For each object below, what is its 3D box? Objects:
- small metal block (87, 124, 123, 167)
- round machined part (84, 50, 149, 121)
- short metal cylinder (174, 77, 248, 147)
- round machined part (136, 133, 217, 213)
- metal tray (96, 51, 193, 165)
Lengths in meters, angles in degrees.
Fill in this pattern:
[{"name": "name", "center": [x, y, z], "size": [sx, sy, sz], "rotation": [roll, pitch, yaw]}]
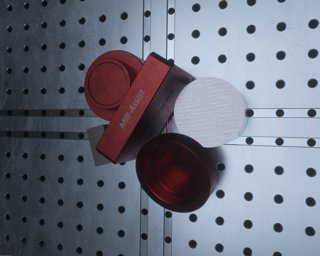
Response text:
[{"name": "small metal block", "center": [-0.069, 0.022, 0.419], "size": [0.025, 0.050, 0.050], "rotation": [-16, 85, 19]}, {"name": "round machined part", "center": [-0.062, -0.058, 0.420], "size": [0.098, 0.042, 0.097], "rotation": [0, 90, 19]}, {"name": "short metal cylinder", "center": [0.063, -0.018, 0.373], "size": [0.080, 0.050, 0.079], "rotation": [0, 90, 20]}, {"name": "round machined part", "center": [0.023, 0.050, 0.379], "size": [0.098, 0.042, 0.097], "rotation": [12, 117, 26]}, {"name": "metal tray", "center": [-0.015, -0.021, 0.379], "size": [0.030, 0.090, 0.129], "rotation": [35, 101, 16]}]
